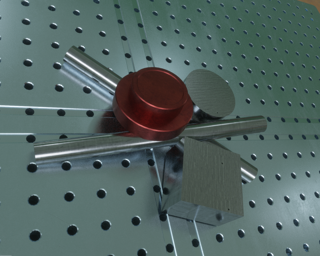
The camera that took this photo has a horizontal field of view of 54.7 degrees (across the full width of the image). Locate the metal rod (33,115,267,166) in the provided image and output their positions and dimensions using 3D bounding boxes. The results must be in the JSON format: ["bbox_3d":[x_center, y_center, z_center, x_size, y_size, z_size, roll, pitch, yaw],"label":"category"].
[{"bbox_3d":[0.007,0.011,0.383,0.303,0.025,0.025,-7,65,-24],"label":"metal rod"}]

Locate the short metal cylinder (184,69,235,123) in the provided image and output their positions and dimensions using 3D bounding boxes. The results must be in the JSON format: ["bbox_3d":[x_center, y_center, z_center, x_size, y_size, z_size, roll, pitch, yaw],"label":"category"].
[{"bbox_3d":[0.061,-0.038,0.449,0.081,0.050,0.080,14,56,-21],"label":"short metal cylinder"}]

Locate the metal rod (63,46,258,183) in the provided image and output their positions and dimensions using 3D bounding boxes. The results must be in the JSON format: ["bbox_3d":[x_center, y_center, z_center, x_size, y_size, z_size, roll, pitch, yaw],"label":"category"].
[{"bbox_3d":[0.006,-0.015,0.422,0.301,0.025,0.025,33,51,-7],"label":"metal rod"}]

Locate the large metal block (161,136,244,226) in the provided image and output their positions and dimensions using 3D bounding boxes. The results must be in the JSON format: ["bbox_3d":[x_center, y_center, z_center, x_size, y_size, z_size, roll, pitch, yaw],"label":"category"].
[{"bbox_3d":[0.051,0.066,0.378,0.081,0.050,0.080,19,54,-18],"label":"large metal block"}]

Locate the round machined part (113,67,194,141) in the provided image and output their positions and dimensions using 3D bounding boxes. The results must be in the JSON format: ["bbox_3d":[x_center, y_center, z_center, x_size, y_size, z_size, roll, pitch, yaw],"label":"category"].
[{"bbox_3d":[-0.005,-0.036,0.375,0.099,0.042,0.098,11,50,-13],"label":"round machined part"}]
